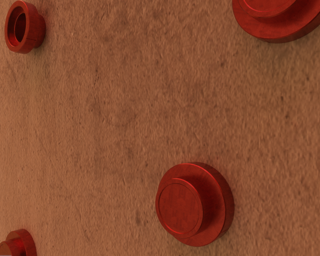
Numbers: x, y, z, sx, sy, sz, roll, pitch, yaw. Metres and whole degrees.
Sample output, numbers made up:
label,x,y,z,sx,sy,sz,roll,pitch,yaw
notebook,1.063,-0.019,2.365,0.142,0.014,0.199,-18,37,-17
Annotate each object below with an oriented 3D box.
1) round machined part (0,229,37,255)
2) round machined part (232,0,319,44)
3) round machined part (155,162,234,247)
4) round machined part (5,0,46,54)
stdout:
label,x,y,z,sx,sy,sz,roll,pitch,yaw
round machined part,-0.298,0.262,0.635,0.098,0.042,0.097,0,90,39
round machined part,0.114,-0.135,0.299,0.098,0.042,0.097,0,90,39
round machined part,0.033,0.091,0.365,0.098,0.042,0.097,0,90,39
round machined part,-0.260,-0.193,0.604,0.098,0.042,0.097,0,90,39
